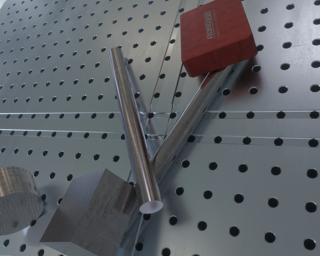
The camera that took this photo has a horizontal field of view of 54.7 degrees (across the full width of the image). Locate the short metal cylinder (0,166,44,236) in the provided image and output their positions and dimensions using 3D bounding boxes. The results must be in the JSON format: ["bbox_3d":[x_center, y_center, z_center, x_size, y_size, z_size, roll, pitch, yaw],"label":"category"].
[{"bbox_3d":[-0.207,0.099,0.421,0.080,0.080,0.050,-42,51,-1],"label":"short metal cylinder"}]

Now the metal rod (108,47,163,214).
[{"bbox_3d":[-0.042,-0.022,0.423,0.025,0.025,0.300,-28,46,11],"label":"metal rod"}]

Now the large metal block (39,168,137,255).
[{"bbox_3d":[-0.077,0.098,0.345,0.080,0.050,0.080,-23,36,46],"label":"large metal block"}]

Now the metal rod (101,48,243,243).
[{"bbox_3d":[0.023,0.010,0.389,0.025,0.025,0.300,25,75,36],"label":"metal rod"}]

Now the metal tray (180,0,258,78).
[{"bbox_3d":[0.076,-0.132,0.429,0.090,0.030,0.130,-16,42,18],"label":"metal tray"}]
